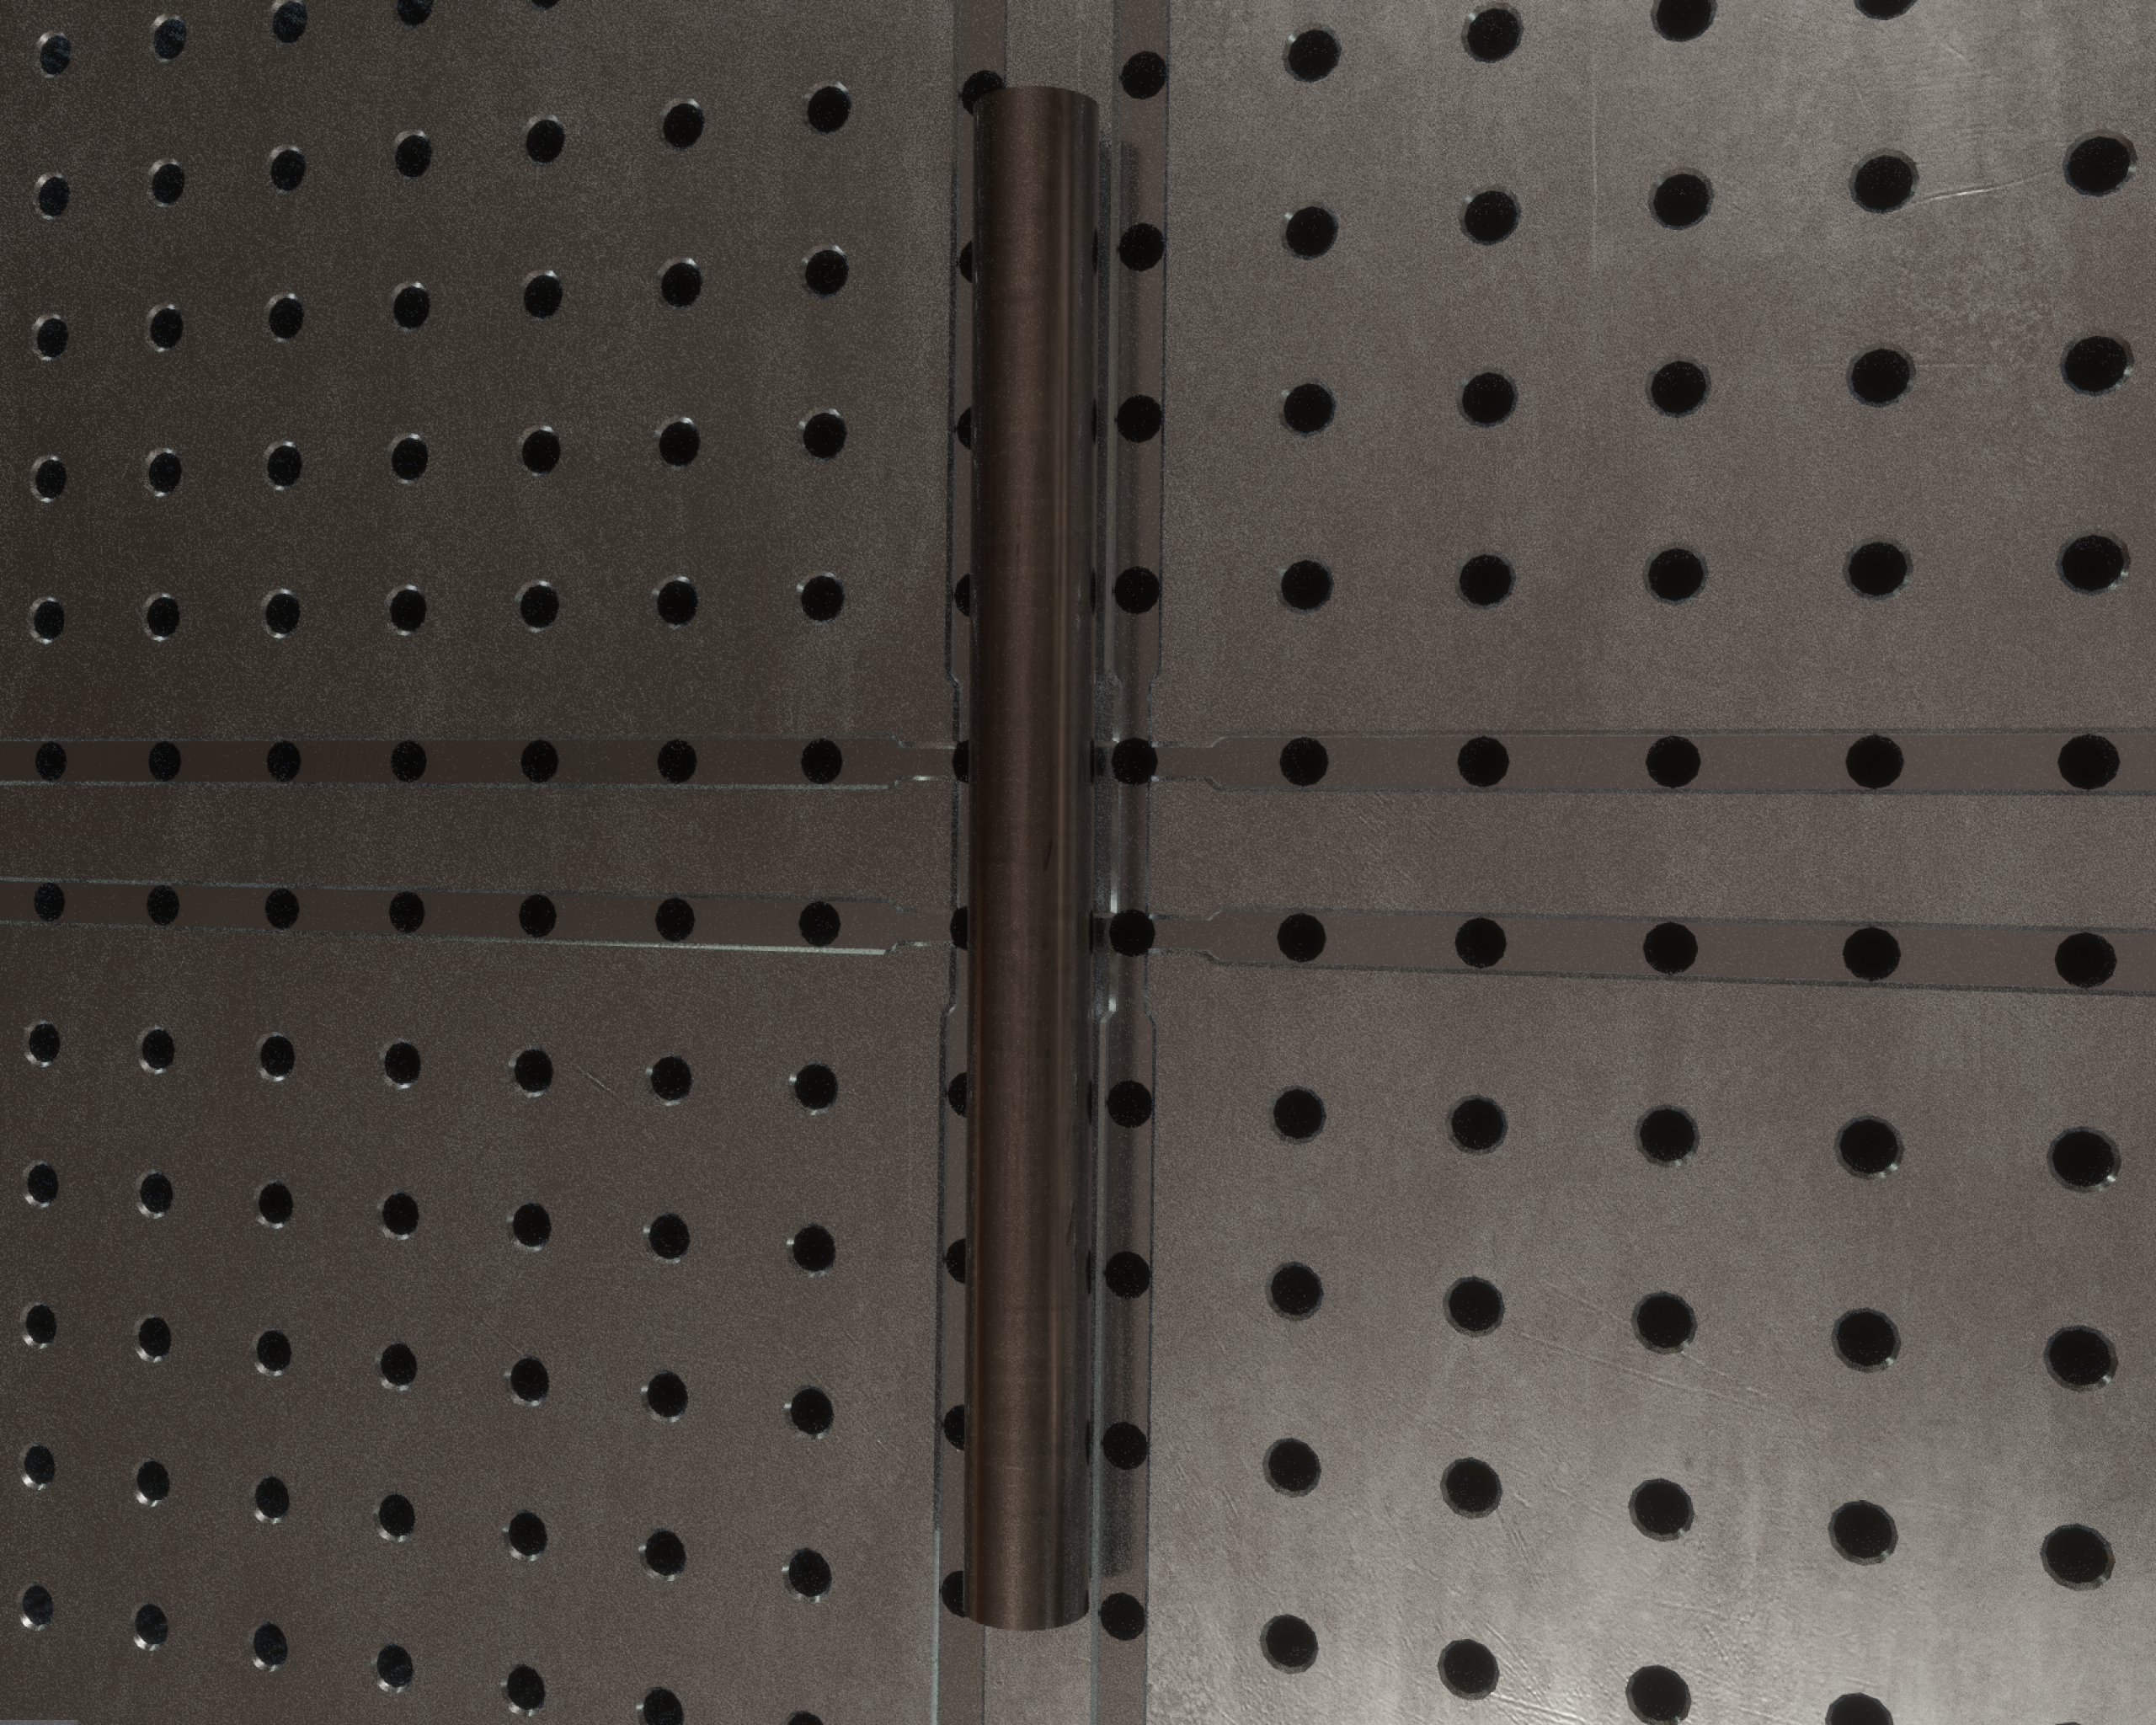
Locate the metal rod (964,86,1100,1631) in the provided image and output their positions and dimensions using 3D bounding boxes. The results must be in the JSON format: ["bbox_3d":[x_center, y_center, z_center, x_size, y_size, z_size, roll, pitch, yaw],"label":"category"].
[{"bbox_3d":[-0.009,-0.001,0.415,0.025,0.025,0.298,0,90,19],"label":"metal rod"}]
